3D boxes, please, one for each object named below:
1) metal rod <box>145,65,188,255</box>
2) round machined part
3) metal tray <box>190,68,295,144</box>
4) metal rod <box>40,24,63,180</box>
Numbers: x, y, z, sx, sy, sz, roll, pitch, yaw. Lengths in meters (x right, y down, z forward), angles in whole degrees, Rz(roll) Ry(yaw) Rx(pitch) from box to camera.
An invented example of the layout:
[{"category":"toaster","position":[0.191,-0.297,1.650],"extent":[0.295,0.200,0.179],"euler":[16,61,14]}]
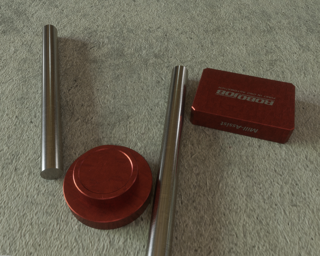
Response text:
[{"category":"metal rod","position":[0.013,0.028,0.379],"extent":[0.025,0.025,0.300],"euler":[5,50,4]},{"category":"round machined part","position":[-0.057,0.057,0.343],"extent":[0.099,0.042,0.098],"euler":[0,50,0]},{"category":"metal tray","position":[0.115,-0.034,0.430],"extent":[0.131,0.030,0.090],"euler":[13,51,10]},{"category":"metal rod","position":[-0.159,-0.059,0.450],"extent":[0.025,0.025,0.300],"euler":[-10,51,-9]}]
